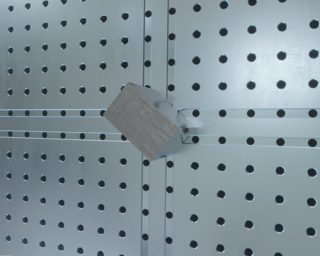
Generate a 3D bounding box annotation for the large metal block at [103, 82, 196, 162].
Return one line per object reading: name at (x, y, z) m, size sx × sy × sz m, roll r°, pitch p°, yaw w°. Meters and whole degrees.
large metal block at (-0.010, -0.008, 0.387) m, size 0.080 × 0.080 × 0.050 m, roll 43°, pitch 104°, yaw 14°
